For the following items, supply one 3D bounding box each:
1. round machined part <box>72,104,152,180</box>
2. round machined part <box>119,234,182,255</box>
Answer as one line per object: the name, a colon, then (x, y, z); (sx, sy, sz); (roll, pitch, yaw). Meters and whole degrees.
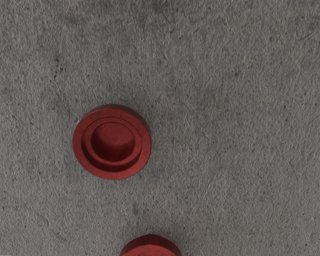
round machined part: (-0.060, 0.015, 0.406); (0.099, 0.042, 0.097); (0, 110, 0)
round machined part: (-0.014, 0.205, 0.476); (0.099, 0.042, 0.097); (0, 110, 0)
